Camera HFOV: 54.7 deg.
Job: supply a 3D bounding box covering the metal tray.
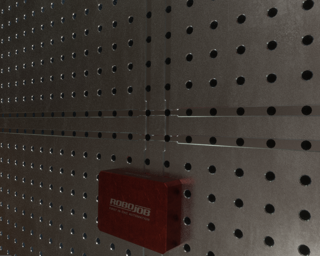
[{"bbox_3d":[-0.033,0.110,0.431,0.130,0.030,0.089,2,92,39],"label":"metal tray"}]
